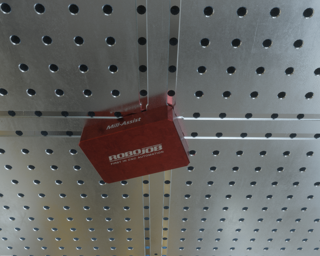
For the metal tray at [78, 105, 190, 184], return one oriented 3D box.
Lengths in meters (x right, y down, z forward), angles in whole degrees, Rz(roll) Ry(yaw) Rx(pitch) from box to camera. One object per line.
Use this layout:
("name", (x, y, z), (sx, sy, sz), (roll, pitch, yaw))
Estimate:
("metal tray", (-0.033, 0.026, 0.430), (0.130, 0.030, 0.090), (-14, 129, 12))
